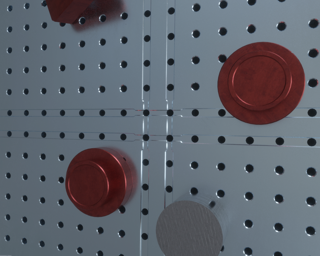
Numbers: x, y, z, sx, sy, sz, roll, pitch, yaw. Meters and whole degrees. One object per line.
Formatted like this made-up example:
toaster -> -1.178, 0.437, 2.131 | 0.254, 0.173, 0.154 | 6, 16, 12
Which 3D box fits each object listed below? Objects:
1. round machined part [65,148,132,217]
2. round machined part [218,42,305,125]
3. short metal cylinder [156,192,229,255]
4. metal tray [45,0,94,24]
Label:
round machined part -> -0.092, 0.077, 0.436 | 0.098, 0.042, 0.097 | 0, 90, 20
round machined part -> 0.116, -0.053, 0.362 | 0.098, 0.042, 0.097 | 0, 90, 20
short metal cylinder -> 0.041, 0.124, 0.385 | 0.080, 0.050, 0.079 | 0, 90, 20
metal tray -> -0.137, -0.229, 0.441 | 0.090, 0.030, 0.129 | -25, 81, 40
